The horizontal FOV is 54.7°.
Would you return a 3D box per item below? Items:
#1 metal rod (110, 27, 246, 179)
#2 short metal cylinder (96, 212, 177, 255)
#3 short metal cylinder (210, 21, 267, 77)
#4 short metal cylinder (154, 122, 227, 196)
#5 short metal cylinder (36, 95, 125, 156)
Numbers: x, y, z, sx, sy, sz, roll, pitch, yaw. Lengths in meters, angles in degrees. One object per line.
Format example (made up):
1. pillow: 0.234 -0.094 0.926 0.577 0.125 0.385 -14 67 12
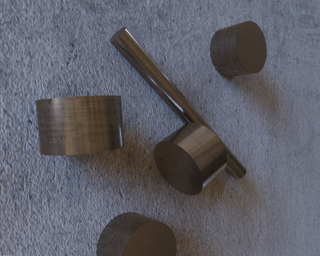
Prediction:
1. metal rod: 0.041 -0.018 0.438 0.300 0.025 0.025 45 63 -31
2. short metal cylinder: -0.027 0.145 0.366 0.081 0.050 0.080 0 90 -40
3. short metal cylinder: 0.126 -0.124 0.493 0.081 0.050 0.080 0 90 -40
4. short metal cylinder: 0.039 0.040 0.401 0.050 0.080 0.080 -34 112 -35
5. short metal cylinder: -0.077 -0.004 0.304 0.081 0.080 0.050 -7 95 -40
